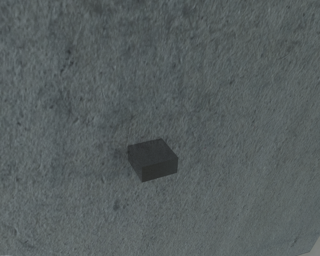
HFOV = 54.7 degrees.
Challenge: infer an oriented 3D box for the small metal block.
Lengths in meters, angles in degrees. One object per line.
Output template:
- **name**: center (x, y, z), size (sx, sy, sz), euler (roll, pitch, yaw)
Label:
- **small metal block**: center (-0.010, 0.042, 0.412), size (0.050, 0.050, 0.025), euler (-12, 124, -22)
